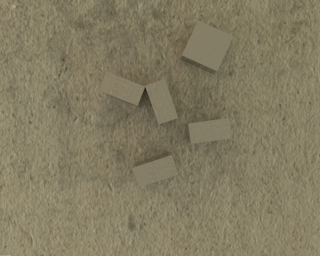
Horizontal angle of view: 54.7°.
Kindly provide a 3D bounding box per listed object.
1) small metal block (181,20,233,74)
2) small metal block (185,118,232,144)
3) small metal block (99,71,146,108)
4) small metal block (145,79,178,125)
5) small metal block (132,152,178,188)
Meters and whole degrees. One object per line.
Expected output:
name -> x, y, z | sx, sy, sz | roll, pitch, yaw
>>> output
small metal block -> 0.061, -0.106, 0.411 | 0.050, 0.025, 0.050 | 24, 90, -1
small metal block -> 0.060, 0.003, 0.398 | 0.050, 0.050, 0.025 | -8, 90, 0
small metal block -> -0.046, -0.048, 0.397 | 0.050, 0.050, 0.025 | 21, 90, 0
small metal block -> 0.002, -0.032, 0.398 | 0.025, 0.050, 0.050 | -19, 90, -1
small metal block -> -0.006, 0.052, 0.397 | 0.050, 0.050, 0.025 | -18, 90, 0
